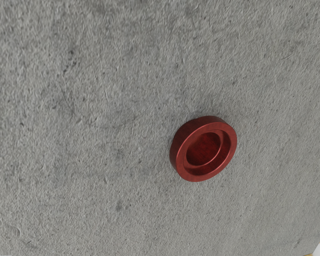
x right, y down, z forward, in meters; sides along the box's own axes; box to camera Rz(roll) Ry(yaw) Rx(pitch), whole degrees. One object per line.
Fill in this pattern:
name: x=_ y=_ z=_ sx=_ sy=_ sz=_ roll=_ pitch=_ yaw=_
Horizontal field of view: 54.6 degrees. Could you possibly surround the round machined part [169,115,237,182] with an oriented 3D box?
round machined part: x=0.057 y=0.025 z=0.442 sx=0.099 sy=0.042 sz=0.097 roll=-14 pitch=124 yaw=-21
